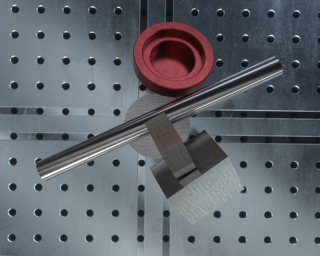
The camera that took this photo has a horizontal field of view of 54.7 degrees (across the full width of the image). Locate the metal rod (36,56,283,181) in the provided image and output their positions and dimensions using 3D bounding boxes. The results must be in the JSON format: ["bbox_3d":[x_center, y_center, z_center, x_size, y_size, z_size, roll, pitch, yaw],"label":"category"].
[{"bbox_3d":[0.000,-0.011,0.363,0.301,0.025,0.025,-24,90,-1],"label":"metal rod"}]

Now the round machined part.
[{"bbox_3d":[0.015,-0.082,0.393,0.099,0.042,0.098,2,67,-6],"label":"round machined part"}]

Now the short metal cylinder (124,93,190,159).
[{"bbox_3d":[-0.004,-0.003,0.400,0.081,0.050,0.079,0,90,-1],"label":"short metal cylinder"}]

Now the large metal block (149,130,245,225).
[{"bbox_3d":[0.047,0.062,0.379,0.080,0.050,0.080,-35,135,0],"label":"large metal block"}]

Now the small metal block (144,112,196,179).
[{"bbox_3d":[0.011,0.019,0.340,0.025,0.050,0.050,-29,132,0],"label":"small metal block"}]
